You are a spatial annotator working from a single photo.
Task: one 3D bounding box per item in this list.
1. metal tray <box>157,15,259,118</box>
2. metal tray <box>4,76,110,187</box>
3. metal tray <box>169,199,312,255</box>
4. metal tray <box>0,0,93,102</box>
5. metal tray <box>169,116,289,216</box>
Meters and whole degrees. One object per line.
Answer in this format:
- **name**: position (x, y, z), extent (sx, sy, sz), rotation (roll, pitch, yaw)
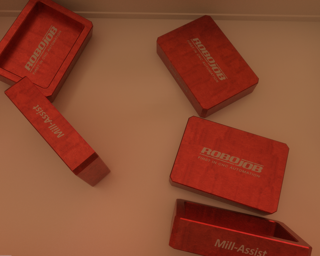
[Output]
- **metal tray**: position (0.064, -0.090, 0.441), extent (0.090, 0.030, 0.130), rotation (-28, 73, -10)
- **metal tray**: position (-0.118, 0.007, 0.370), extent (0.030, 0.090, 0.130), rotation (-42, 76, -13)
- **metal tray**: position (0.078, 0.113, 0.332), extent (0.131, 0.090, 0.030), rotation (12, 89, 4)
- **metal tray**: position (-0.163, -0.111, 0.431), extent (0.090, 0.030, 0.130), rotation (27, 72, -9)
- **metal tray**: position (0.086, 0.047, 0.391), extent (0.131, 0.030, 0.090), rotation (17, 71, 6)
